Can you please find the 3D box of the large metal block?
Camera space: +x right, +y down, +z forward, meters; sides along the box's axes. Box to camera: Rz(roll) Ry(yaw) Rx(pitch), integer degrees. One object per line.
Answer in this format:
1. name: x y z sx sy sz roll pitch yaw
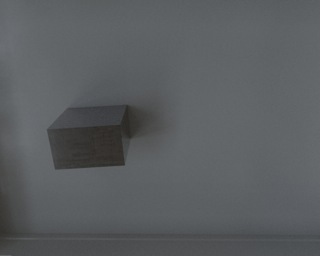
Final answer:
1. large metal block: -0.082 0.008 0.384 0.081 0.080 0.050 -4 110 1
